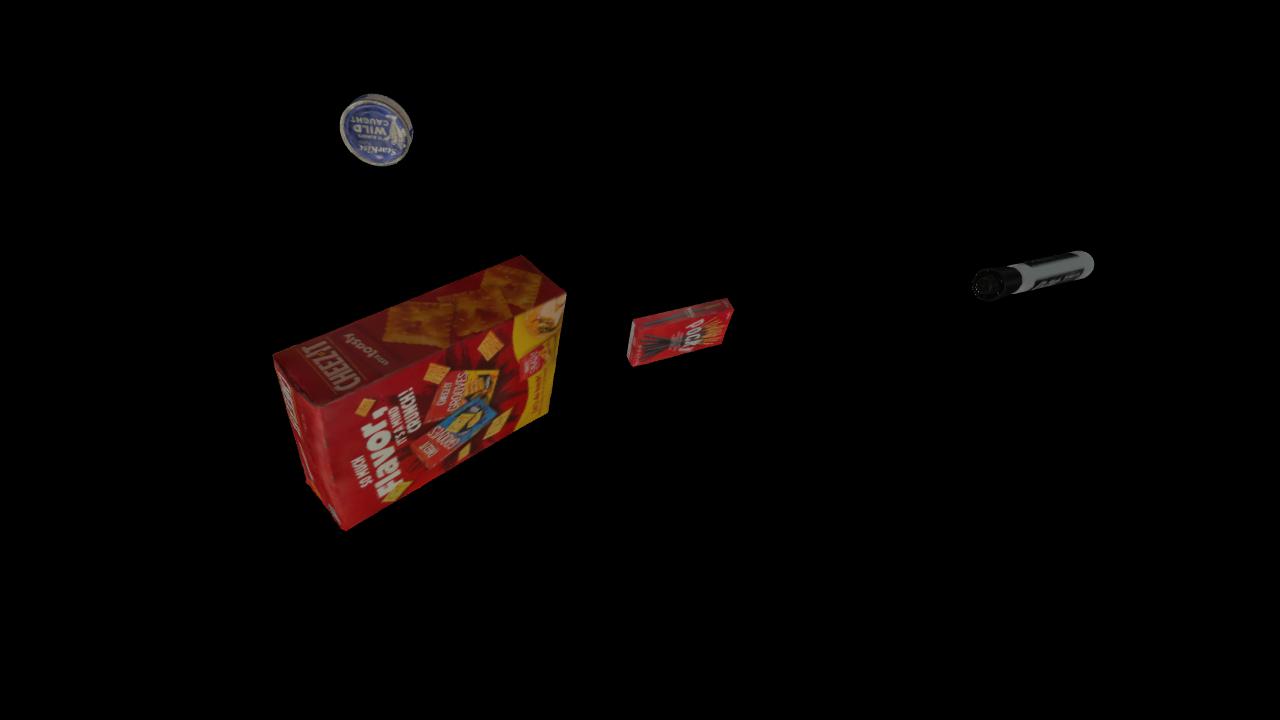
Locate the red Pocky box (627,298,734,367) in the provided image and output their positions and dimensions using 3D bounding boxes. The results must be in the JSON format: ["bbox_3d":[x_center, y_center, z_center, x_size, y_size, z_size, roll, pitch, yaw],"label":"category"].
[{"bbox_3d":[0.059,-0.041,0.903,0.155,0.028,0.083,-15,-36,-19],"label":"red Pocky box"}]

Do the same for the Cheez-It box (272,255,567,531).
[{"bbox_3d":[-0.173,0.024,0.526,0.071,0.166,0.223,40,48,22],"label":"Cheez-It box"}]

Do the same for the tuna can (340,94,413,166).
[{"bbox_3d":[-0.338,-0.296,0.791,0.084,0.084,0.034,0,39,-9],"label":"tuna can"}]

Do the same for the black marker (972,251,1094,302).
[{"bbox_3d":[0.239,-0.052,0.372,0.121,0.020,0.020,-12,7,-33],"label":"black marker"}]
